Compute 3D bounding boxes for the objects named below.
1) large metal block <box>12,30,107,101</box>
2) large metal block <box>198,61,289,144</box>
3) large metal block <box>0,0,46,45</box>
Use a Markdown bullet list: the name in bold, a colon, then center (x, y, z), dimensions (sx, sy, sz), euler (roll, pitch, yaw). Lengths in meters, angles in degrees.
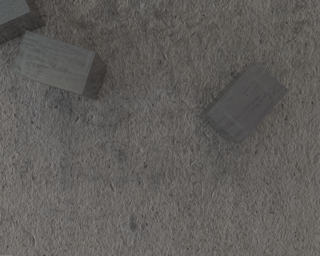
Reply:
- **large metal block**: center (-0.117, -0.072, 0.381), dimensions (0.080, 0.080, 0.050), euler (17, 90, 0)
- **large metal block**: center (0.098, -0.029, 0.383), dimensions (0.050, 0.080, 0.080), euler (42, 90, 0)
- **large metal block**: center (-0.208, -0.160, 0.396), dimensions (0.080, 0.050, 0.080), euler (-24, 90, 0)
